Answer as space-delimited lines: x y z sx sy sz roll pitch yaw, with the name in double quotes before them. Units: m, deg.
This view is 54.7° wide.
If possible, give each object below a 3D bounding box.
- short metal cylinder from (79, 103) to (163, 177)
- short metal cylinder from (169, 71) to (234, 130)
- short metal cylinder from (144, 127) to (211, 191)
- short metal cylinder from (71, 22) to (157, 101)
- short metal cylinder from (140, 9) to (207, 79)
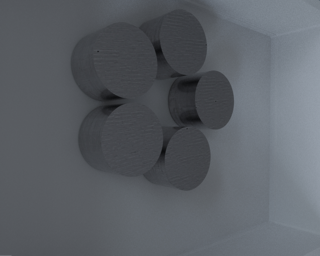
"short metal cylinder" -0.043 0.012 0.351 0.081 0.050 0.080 0 90 -40
"short metal cylinder" 0.059 -0.038 0.437 0.081 0.050 0.080 0 90 -40
"short metal cylinder" 0.020 0.038 0.405 0.081 0.050 0.080 0 90 -40
"short metal cylinder" -0.050 -0.071 0.346 0.081 0.050 0.080 0 90 -40
"short metal cylinder" 0.015 -0.105 0.399 0.081 0.050 0.080 0 90 -40
